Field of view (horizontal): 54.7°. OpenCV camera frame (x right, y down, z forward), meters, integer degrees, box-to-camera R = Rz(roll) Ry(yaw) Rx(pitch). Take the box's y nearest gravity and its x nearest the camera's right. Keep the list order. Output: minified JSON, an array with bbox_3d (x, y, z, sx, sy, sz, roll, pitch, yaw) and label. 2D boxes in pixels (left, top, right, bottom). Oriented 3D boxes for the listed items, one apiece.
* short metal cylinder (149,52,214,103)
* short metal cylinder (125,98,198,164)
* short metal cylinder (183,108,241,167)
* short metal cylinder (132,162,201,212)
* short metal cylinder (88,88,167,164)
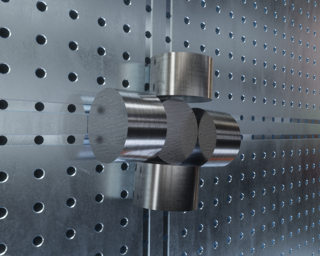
[{"bbox_3d":[0.027,-0.061,0.395,0.081,0.080,0.050,4,88,-40],"label":"short metal cylinder"},{"bbox_3d":[0.002,0.004,0.395,0.081,0.050,0.080,0,90,-41],"label":"short metal cylinder"},{"bbox_3d":[0.063,0.014,0.426,0.050,0.080,0.080,5,87,-40],"label":"short metal cylinder"},{"bbox_3d":[0.008,0.068,0.378,0.081,0.080,0.050,8,85,-40],"label":"short metal cylinder"},{"bbox_3d":[-0.038,-0.002,0.341,0.050,0.080,0.080,2,89,-41],"label":"short metal cylinder"}]
